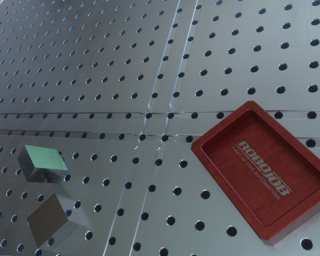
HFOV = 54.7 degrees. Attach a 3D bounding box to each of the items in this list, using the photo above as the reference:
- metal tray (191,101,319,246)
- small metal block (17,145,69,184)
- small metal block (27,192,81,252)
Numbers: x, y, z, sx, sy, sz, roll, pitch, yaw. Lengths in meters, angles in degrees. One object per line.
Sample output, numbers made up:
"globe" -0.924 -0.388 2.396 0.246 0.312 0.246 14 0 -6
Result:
"metal tray" 0.104 0.041 0.324 0.090 0.030 0.130 -38 51 2
"small metal block" -0.167 0.052 0.442 0.050 0.050 0.025 45 110 39
"small metal block" -0.139 0.122 0.404 0.050 0.025 0.050 -43 51 -2
